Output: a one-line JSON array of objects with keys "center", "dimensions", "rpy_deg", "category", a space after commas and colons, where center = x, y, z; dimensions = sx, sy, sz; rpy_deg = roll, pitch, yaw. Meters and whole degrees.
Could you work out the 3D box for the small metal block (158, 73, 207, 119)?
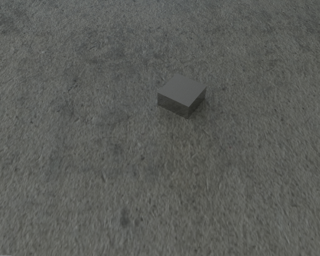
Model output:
[{"center": [0.031, -0.046, 0.443], "dimensions": [0.050, 0.025, 0.050], "rpy_deg": [27, 55, 21], "category": "small metal block"}]
